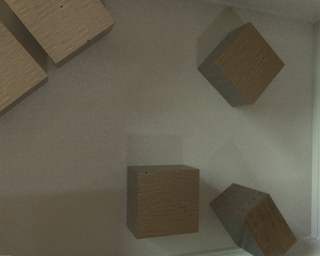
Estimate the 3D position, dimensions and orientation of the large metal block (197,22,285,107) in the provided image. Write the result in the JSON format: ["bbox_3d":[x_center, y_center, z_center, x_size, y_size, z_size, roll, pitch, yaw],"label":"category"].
[{"bbox_3d":[0.115,-0.087,0.441,0.080,0.050,0.080,45,76,-15],"label":"large metal block"}]

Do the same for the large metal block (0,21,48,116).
[{"bbox_3d":[-0.180,-0.060,0.331,0.080,0.050,0.080,-42,104,-15],"label":"large metal block"}]

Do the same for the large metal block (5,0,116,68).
[{"bbox_3d":[-0.110,-0.126,0.352,0.080,0.050,0.080,-39,103,-9],"label":"large metal block"}]

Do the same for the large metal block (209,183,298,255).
[{"bbox_3d":[0.126,0.130,0.430,0.050,0.080,0.080,-37,102,-16],"label":"large metal block"}]

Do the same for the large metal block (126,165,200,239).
[{"bbox_3d":[0.003,0.091,0.400,0.081,0.050,0.079,1,90,-21],"label":"large metal block"}]
